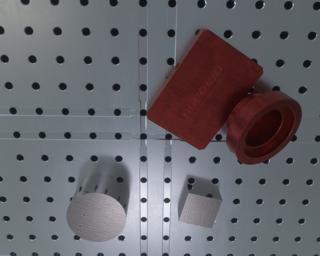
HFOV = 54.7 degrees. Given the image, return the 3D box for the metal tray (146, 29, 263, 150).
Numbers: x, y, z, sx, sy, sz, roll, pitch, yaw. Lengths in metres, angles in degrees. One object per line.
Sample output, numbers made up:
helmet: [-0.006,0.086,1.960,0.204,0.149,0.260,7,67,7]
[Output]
metal tray: [0.054,-0.047,0.394,0.090,0.030,0.129,31,107,-11]

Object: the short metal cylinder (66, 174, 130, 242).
short metal cylinder: [-0.086,0.113,0.441,0.081,0.050,0.079,0,110,0]

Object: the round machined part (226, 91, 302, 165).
round machined part: [0.124,-0.004,0.389,0.099,0.042,0.097,-16,131,-20]

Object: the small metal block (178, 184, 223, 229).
small metal block: [0.058,0.115,0.456,0.050,0.025,0.050,14,110,-6]
